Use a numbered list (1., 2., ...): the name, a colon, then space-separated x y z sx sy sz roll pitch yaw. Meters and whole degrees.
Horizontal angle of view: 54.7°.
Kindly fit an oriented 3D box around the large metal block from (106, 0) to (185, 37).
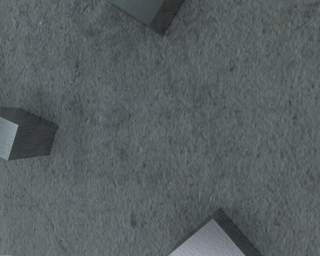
1. large metal block: -0.015 -0.179 0.400 0.080 0.050 0.080 36 101 16

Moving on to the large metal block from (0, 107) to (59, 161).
1. large metal block: -0.213 0.005 0.453 0.080 0.080 0.050 22 97 18

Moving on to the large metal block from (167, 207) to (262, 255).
1. large metal block: 0.066 0.158 0.372 0.080 0.050 0.080 -45 77 14
